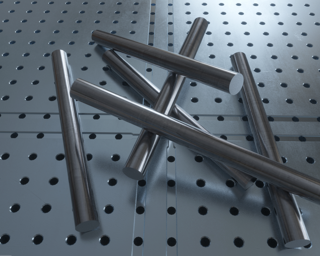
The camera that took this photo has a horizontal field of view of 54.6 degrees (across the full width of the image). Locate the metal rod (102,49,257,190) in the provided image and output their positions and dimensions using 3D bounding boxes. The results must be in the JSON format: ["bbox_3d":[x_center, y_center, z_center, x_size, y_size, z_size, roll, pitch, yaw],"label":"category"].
[{"bbox_3d":[0.011,-0.027,0.430,0.025,0.025,0.300,-32,57,-24],"label":"metal rod"}]

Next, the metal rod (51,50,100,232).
[{"bbox_3d":[-0.120,-0.008,0.413,0.025,0.025,0.300,-13,51,-11],"label":"metal rod"}]

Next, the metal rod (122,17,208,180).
[{"bbox_3d":[0.019,-0.061,0.424,0.025,0.025,0.300,15,53,12],"label":"metal rod"}]

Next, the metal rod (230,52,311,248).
[{"bbox_3d":[0.132,0.001,0.407,0.025,0.025,0.300,-2,50,-1],"label":"metal rod"}]

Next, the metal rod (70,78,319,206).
[{"bbox_3d":[0.039,0.012,0.342,0.301,0.025,0.025,23,53,7],"label":"metal rod"}]

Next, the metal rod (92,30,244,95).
[{"bbox_3d":[-0.012,-0.104,0.443,0.025,0.025,0.300,-35,42,-25],"label":"metal rod"}]
